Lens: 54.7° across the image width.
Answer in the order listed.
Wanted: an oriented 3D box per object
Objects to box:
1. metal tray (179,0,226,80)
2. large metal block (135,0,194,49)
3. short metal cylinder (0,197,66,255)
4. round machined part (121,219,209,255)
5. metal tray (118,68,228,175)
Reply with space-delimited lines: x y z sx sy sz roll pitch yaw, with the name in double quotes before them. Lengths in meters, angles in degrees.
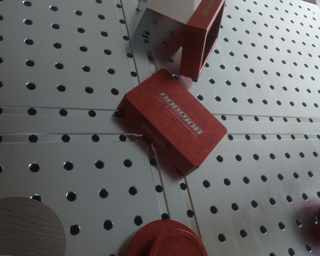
"metal tray" 0.070 -0.150 0.492 0.030 0.089 0.130 18 51 12
"large metal block" 0.009 -0.189 0.512 0.081 0.050 0.080 17 55 -19
"short metal cylinder" -0.125 0.104 0.261 0.081 0.050 0.080 14 56 -21
"round machined part" 0.011 0.142 0.316 0.099 0.042 0.098 14 56 -21
"metal tray" 0.020 -0.011 0.422 0.130 0.030 0.090 45 51 3
